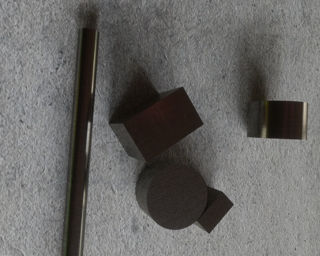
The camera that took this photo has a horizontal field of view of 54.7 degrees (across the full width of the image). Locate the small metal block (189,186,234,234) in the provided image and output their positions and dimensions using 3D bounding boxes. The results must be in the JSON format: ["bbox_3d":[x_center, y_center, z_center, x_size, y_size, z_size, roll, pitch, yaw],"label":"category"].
[{"bbox_3d":[0.063,0.108,0.419,0.050,0.050,0.025,-45,104,-14],"label":"small metal block"}]

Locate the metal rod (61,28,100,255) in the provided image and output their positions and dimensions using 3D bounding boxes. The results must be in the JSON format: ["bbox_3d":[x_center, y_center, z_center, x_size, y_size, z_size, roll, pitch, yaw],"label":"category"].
[{"bbox_3d":[-0.096,0.032,0.373,0.025,0.025,0.298,4,89,-20],"label":"metal rod"}]

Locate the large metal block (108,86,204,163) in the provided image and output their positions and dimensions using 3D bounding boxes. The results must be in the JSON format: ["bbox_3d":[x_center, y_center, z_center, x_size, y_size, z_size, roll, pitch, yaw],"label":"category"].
[{"bbox_3d":[-0.008,-0.005,0.377,0.080,0.080,0.050,-33,101,-17],"label":"large metal block"}]

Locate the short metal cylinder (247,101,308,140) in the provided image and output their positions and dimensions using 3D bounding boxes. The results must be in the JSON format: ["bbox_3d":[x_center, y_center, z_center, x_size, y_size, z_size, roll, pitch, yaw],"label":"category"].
[{"bbox_3d":[0.166,-0.010,0.441,0.081,0.080,0.050,2,90,-20],"label":"short metal cylinder"}]

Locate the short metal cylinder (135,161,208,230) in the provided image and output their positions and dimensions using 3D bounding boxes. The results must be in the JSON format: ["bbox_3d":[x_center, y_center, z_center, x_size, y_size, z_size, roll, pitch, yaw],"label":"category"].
[{"bbox_3d":[0.014,0.084,0.401,0.081,0.050,0.079,0,90,-20],"label":"short metal cylinder"}]
